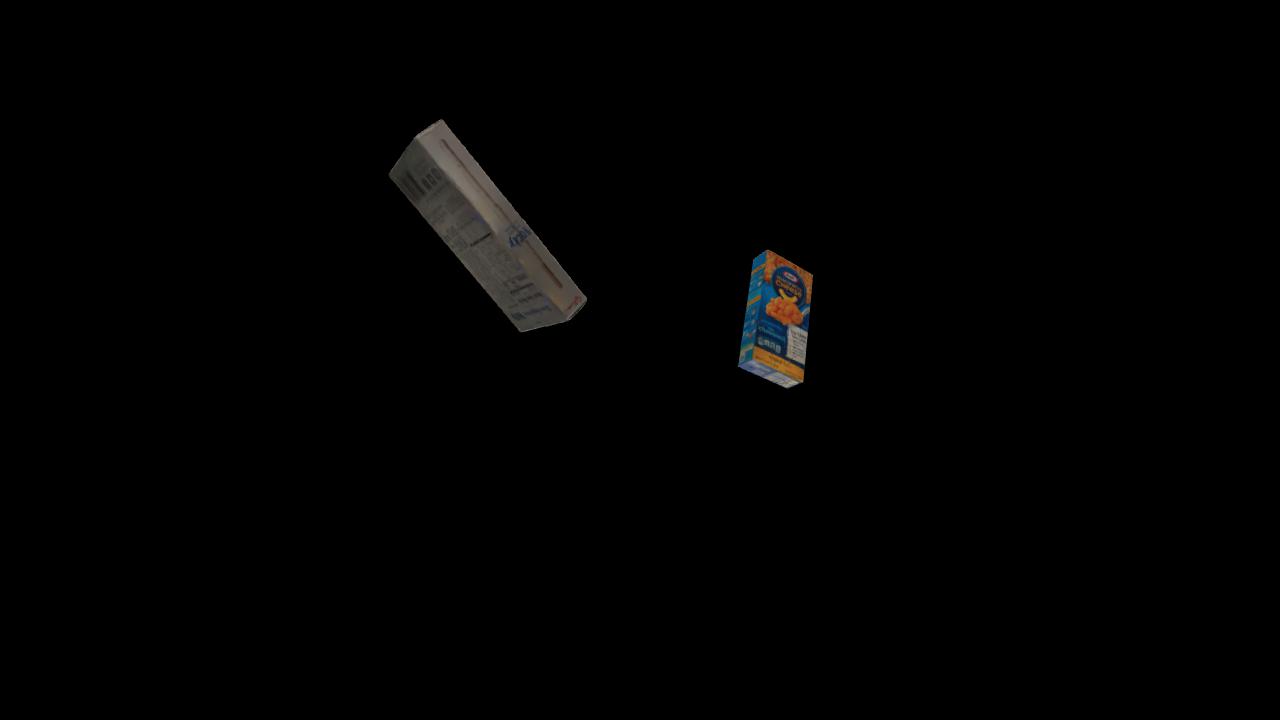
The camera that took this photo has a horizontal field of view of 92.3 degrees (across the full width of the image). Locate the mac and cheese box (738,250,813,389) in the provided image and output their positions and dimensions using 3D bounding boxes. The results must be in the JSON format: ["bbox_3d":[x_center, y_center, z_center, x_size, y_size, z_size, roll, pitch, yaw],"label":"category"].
[{"bbox_3d":[0.198,-0.060,0.885,0.093,0.184,0.041,22,-27,-21],"label":"mac and cheese box"}]

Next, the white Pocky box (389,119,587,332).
[{"bbox_3d":[-0.111,-0.088,0.446,0.028,0.154,0.084,-49,23,-27],"label":"white Pocky box"}]
